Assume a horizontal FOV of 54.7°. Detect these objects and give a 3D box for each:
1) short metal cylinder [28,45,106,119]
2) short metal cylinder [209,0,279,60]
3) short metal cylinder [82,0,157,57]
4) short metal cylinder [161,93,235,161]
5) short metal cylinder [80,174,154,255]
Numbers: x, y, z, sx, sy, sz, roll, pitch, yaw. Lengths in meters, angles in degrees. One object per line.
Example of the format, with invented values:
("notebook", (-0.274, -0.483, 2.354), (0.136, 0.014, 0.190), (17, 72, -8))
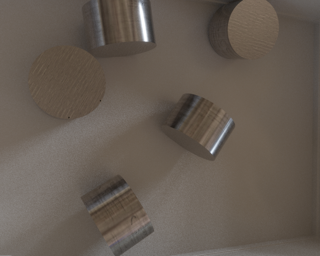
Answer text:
("short metal cylinder", (-0.107, -0.050, 0.358), (0.081, 0.050, 0.079), (0, 90, -20))
("short metal cylinder", (0.116, -0.137, 0.433), (0.081, 0.050, 0.079), (-5, 104, -19))
("short metal cylinder", (-0.047, -0.117, 0.364), (0.081, 0.080, 0.050), (-9, 94, -20))
("short metal cylinder", (0.049, 0.000, 0.401), (0.080, 0.080, 0.050), (37, 78, -17))
("short metal cylinder", (-0.050, 0.102, 0.364), (0.050, 0.080, 0.080), (-31, 100, -18))
